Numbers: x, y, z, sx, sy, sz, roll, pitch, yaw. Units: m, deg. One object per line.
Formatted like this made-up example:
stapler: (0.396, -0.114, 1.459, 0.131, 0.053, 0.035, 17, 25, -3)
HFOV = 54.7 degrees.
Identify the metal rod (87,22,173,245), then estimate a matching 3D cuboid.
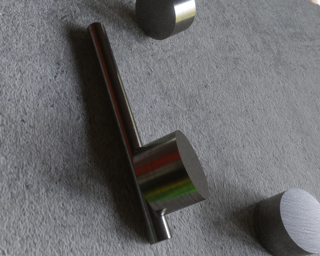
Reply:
metal rod: (-0.045, -0.010, 0.385, 0.025, 0.025, 0.299, -6, 65, -31)

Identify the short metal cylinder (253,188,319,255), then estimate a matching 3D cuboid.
short metal cylinder: (0.171, 0.125, 0.403, 0.081, 0.050, 0.080, 14, 56, -21)

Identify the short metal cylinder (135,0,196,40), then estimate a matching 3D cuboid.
short metal cylinder: (0.008, -0.185, 0.485, 0.080, 0.080, 0.050, 49, 51, 6)

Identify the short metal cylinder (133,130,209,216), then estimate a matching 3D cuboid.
short metal cylinder: (0.013, 0.049, 0.340, 0.080, 0.050, 0.080, 57, 17, -27)
